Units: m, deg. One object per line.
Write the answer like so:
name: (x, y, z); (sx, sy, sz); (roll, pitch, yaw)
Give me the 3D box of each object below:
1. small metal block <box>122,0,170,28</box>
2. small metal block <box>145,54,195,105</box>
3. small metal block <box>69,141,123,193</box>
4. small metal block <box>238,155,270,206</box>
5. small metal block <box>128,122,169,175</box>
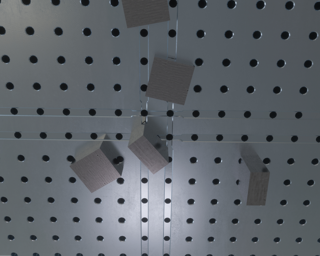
small metal block: (-0.017, -0.146, 0.359); (0.050, 0.025, 0.050); (-9, 110, 3)
small metal block: (0.012, -0.061, 0.391); (0.050, 0.025, 0.050); (13, 110, -5)
small metal block: (-0.088, 0.055, 0.433); (0.050, 0.025, 0.050); (-31, 107, 10)
small metal block: (0.128, 0.071, 0.427); (0.025, 0.050, 0.050); (1, 110, 0)
small metal block: (-0.014, 0.025, 0.409); (0.025, 0.050, 0.050); (-38, 106, 13)
